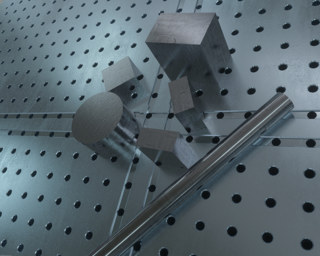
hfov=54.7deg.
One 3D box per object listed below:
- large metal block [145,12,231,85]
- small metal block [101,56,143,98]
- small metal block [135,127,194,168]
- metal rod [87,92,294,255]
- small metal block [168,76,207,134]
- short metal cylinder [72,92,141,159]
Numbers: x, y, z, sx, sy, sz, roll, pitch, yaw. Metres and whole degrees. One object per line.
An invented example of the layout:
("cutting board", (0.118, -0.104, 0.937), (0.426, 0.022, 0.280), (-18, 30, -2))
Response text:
("large metal block", (0.040, -0.106, 0.416), (0.080, 0.080, 0.050), (13, 69, 33))
("small metal block", (-0.060, -0.078, 0.486), (0.050, 0.025, 0.050), (-27, 53, 10))
("small metal block", (0.006, 0.024, 0.373), (0.050, 0.050, 0.025), (7, 66, 31))
("metal rod", (0.029, 0.066, 0.351), (0.300, 0.025, 0.025), (-41, 51, 0))
("small metal block", (0.035, -0.029, 0.390), (0.025, 0.050, 0.050), (-20, 54, 16))
("short metal cylinder", (-0.074, -0.003, 0.431), (0.080, 0.050, 0.080), (-13, 56, 20))
